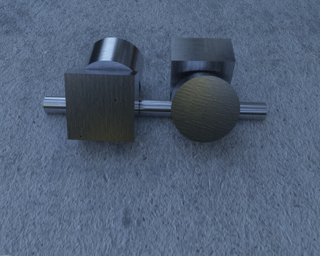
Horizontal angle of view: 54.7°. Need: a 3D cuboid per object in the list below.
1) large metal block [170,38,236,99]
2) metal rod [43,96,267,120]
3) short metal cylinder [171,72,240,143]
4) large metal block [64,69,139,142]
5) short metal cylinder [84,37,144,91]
[{"bbox_3d":[0.055,-0.077,0.434,0.080,0.080,0.050,1,50,1],"label":"large metal block"},{"bbox_3d":[-0.007,-0.028,0.430,0.302,0.025,0.025,2,50,1],"label":"metal rod"},{"bbox_3d":[0.054,-0.027,0.385,0.080,0.079,0.050,1,15,1],"label":"short metal cylinder"},{"bbox_3d":[-0.069,-0.030,0.385,0.080,0.079,0.050,2,16,1],"label":"large metal block"},{"bbox_3d":[-0.065,-0.078,0.434,0.080,0.080,0.050,3,50,2],"label":"short metal cylinder"}]
